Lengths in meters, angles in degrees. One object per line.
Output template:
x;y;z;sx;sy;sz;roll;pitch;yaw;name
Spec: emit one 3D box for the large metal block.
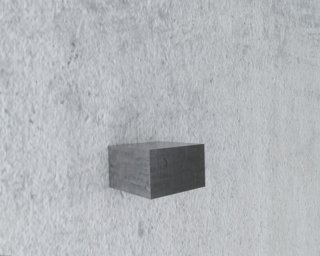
-0.005;0.045;0.364;0.081;0.080;0.050;-3;92;-40;large metal block
